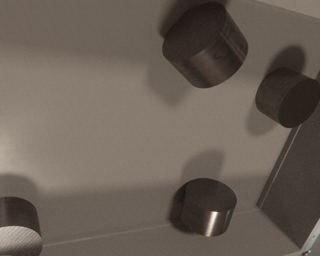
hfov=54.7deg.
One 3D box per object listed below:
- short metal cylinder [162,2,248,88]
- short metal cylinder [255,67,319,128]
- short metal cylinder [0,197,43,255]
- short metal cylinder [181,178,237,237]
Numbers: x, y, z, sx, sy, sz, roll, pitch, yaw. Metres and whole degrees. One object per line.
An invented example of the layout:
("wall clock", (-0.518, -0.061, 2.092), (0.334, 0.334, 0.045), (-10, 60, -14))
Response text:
("short metal cylinder", (0.050, -0.091, 0.345), (0.080, 0.080, 0.050), (-48, 129, 5))
("short metal cylinder", (0.195, -0.047, 0.473), (0.081, 0.050, 0.079), (-14, 125, -21))
("short metal cylinder", (-0.187, 0.130, 0.371), (0.081, 0.050, 0.079), (-14, 125, -21))
("short metal cylinder", (0.076, 0.124, 0.494), (0.081, 0.080, 0.050), (-5, 121, -26))
